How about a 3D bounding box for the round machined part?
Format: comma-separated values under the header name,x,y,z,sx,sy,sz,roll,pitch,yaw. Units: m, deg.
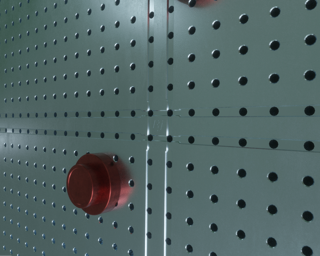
name,x,y,z,sx,sy,sz,roll,pitch,yaw
round machined part,-0.112,0.089,0.492,0.098,0.042,0.097,0,90,40
